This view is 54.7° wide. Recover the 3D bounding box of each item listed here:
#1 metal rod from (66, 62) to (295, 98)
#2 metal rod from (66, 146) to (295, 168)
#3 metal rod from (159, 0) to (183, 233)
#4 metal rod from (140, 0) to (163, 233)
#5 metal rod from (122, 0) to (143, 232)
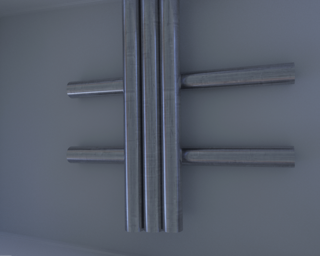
[{"bbox_3d":[0.012,-0.059,0.405,0.301,0.025,0.025,-1,90,19],"label":"metal rod"},{"bbox_3d":[0.012,0.036,0.405,0.301,0.025,0.025,-1,90,19],"label":"metal rod"},{"bbox_3d":[0.013,-0.026,0.377,0.025,0.025,0.298,-1,90,20],"label":"metal rod"},{"bbox_3d":[-0.010,-0.023,0.385,0.025,0.025,0.298,-1,90,20],"label":"metal rod"},{"bbox_3d":[-0.034,-0.021,0.394,0.025,0.025,0.298,-1,90,20],"label":"metal rod"}]
